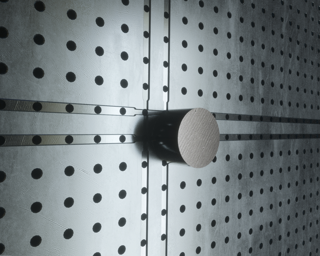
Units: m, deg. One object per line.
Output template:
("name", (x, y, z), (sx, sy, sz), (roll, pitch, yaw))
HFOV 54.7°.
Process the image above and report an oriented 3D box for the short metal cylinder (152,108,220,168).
("short metal cylinder", (0.037, 0.013, 0.426), (0.081, 0.050, 0.079), (0, 90, -40))
